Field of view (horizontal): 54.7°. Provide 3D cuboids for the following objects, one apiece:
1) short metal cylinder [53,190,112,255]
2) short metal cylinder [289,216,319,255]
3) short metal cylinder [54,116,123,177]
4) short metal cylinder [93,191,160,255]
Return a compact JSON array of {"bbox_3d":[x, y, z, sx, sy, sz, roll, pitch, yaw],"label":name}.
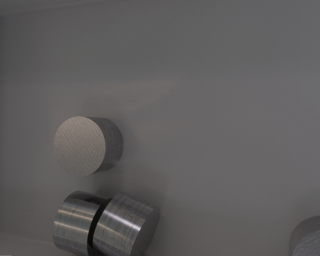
[{"bbox_3d":[-0.096,0.129,0.415,0.050,0.080,0.079,8,93,20],"label":"short metal cylinder"},{"bbox_3d":[0.183,0.141,0.332,0.080,0.050,0.080,0,90,20],"label":"short metal cylinder"},{"bbox_3d":[-0.099,0.024,0.432,0.080,0.050,0.080,0,90,20],"label":"short metal cylinder"},{"bbox_3d":[-0.041,0.128,0.396,0.050,0.080,0.080,21,97,19],"label":"short metal cylinder"}]
